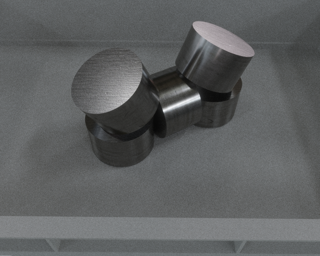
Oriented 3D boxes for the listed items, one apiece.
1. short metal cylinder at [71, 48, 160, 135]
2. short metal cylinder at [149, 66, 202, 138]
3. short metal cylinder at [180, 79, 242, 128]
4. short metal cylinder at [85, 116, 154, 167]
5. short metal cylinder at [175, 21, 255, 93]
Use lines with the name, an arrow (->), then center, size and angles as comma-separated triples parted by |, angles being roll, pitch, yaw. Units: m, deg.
short metal cylinder -> -0.047, -0.039, 0.335 | 0.080, 0.050, 0.080 | -9, 62, 17
short metal cylinder -> 0.010, -0.033, 0.395 | 0.050, 0.080, 0.080 | -24, 54, -19
short metal cylinder -> 0.067, -0.047, 0.427 | 0.081, 0.050, 0.080 | 0, 50, 0
short metal cylinder -> -0.048, 0.001, 0.385 | 0.081, 0.050, 0.080 | 0, 50, 0
short metal cylinder -> 0.065, -0.087, 0.376 | 0.081, 0.050, 0.080 | 18, 35, -13
